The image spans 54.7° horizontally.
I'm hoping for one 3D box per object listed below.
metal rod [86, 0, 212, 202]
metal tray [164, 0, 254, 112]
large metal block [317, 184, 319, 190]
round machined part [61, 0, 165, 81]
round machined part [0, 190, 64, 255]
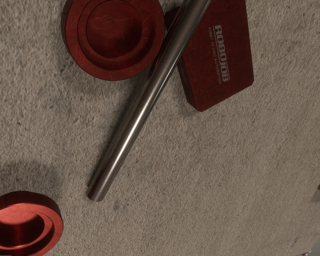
[{"bbox_3d":[-0.019,-0.028,0.355,0.025,0.025,0.298,12,120,-34],"label":"metal rod"},{"bbox_3d":[0.066,-0.094,0.383,0.090,0.030,0.129,-29,129,-11],"label":"metal tray"},{"bbox_3d":[0.418,0.119,0.698,0.081,0.050,0.079,6,116,-32],"label":"large metal block"},{"bbox_3d":[-0.048,-0.100,0.308,0.099,0.042,0.097,-14,125,-21],"label":"round machined part"},{"bbox_3d":[-0.171,0.115,0.374,0.099,0.042,0.097,-14,125,-21],"label":"round machined part"}]
